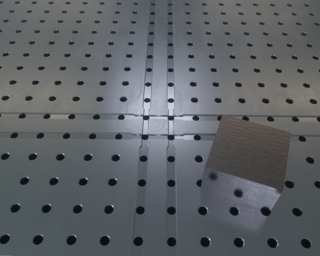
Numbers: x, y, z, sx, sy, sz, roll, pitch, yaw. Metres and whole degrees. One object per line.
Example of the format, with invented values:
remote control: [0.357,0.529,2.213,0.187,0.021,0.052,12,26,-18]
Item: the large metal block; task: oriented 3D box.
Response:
large metal block: [0.099,0.039,0.360,0.080,0.050,0.080,16,52,13]
